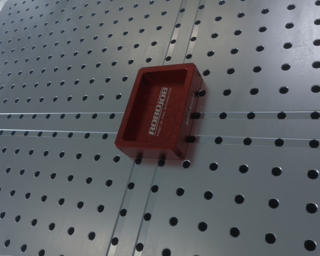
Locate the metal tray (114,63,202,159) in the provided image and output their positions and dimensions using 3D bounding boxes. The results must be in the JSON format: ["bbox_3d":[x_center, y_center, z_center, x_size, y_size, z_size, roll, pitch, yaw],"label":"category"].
[{"bbox_3d":[0.000,-0.025,0.421,0.090,0.030,0.130,1,62,28],"label":"metal tray"}]
